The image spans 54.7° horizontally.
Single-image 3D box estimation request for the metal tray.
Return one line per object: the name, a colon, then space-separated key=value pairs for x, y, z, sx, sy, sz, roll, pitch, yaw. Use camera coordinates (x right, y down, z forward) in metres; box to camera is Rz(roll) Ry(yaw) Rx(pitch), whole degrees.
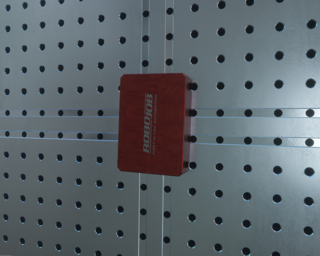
metal tray: x=-0.008 y=-0.006 z=0.411 sx=0.090 sy=0.030 sz=0.129 roll=2 pitch=91 yaw=19
